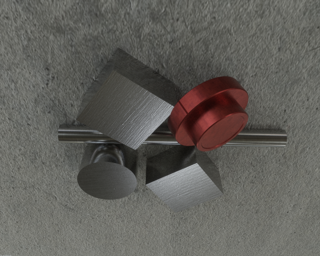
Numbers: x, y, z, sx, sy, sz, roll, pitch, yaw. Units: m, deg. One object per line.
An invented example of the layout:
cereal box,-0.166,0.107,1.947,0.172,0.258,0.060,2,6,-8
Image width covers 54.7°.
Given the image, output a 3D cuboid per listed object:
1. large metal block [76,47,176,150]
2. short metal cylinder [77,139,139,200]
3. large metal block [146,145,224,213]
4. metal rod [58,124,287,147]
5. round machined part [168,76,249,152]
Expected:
large metal block,-0.038,-0.031,0.362,0.080,0.050,0.080,30,124,-23
short metal cylinder,-0.072,0.057,0.440,0.081,0.050,0.079,0,130,0
large metal block,0.036,0.071,0.453,0.080,0.050,0.080,-26,126,20
metal rod,0.018,0.011,0.420,0.302,0.025,0.025,1,130,-2
round machined part,0.062,-0.009,0.360,0.099,0.042,0.098,-23,150,-14
